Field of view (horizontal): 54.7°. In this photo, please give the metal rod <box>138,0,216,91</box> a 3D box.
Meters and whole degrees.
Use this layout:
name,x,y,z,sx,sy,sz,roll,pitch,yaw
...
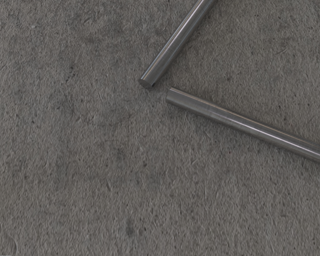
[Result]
name,x,y,z,sx,sy,sz,roll,pitch,yaw
metal rod,0.060,-0.179,0.474,0.025,0.025,0.300,31,73,10

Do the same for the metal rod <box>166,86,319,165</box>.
name,x,y,z,sx,sy,sz,roll,pitch,yaw
metal rod,0.151,0.011,0.405,0.301,0.025,0.025,23,72,8
